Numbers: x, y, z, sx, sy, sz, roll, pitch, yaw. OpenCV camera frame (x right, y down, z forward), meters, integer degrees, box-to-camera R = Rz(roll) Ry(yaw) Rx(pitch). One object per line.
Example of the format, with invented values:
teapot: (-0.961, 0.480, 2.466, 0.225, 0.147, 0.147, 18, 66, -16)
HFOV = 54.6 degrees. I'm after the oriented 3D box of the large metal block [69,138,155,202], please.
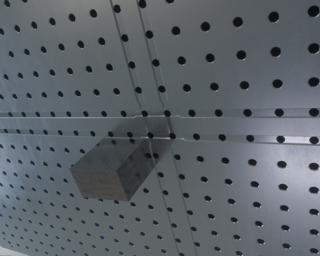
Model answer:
large metal block: (-0.066, 0.057, 0.447, 0.080, 0.080, 0.050, -2, 117, 29)
